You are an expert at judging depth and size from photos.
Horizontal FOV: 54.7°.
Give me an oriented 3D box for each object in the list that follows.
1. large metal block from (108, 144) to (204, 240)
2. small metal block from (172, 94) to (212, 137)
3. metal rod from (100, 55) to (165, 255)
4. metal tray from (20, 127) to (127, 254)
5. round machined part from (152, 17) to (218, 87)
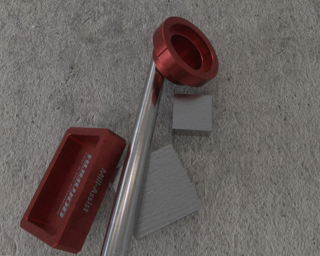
[{"bbox_3d":[-0.006,0.077,0.367,0.080,0.050,0.080,-24,72,-9],"label":"large metal block"},{"bbox_3d":[0.042,-0.017,0.415,0.050,0.025,0.050,3,70,1],"label":"small metal block"},{"bbox_3d":[-0.021,0.011,0.357,0.025,0.025,0.300,9,53,3],"label":"metal rod"},{"bbox_3d":[-0.099,0.063,0.354,0.090,0.030,0.130,2,63,45],"label":"metal tray"},{"bbox_3d":[0.029,-0.097,0.418,0.099,0.042,0.098,22,53,-31],"label":"round machined part"}]
